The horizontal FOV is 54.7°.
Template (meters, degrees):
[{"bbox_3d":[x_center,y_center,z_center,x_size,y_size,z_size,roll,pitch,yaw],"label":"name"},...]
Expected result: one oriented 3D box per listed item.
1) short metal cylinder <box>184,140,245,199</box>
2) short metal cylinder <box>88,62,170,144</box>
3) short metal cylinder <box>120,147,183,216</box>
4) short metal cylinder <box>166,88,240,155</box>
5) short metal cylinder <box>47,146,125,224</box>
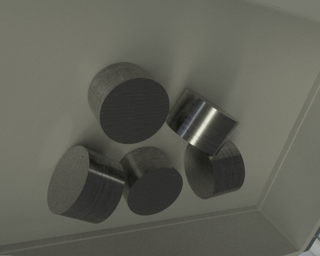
[{"bbox_3d":[0.077,0.059,0.451,0.050,0.080,0.079,-9,122,-24],"label":"short metal cylinder"},{"bbox_3d":[-0.036,-0.029,0.354,0.081,0.050,0.079,-14,125,-21],"label":"short metal cylinder"},{"bbox_3d":[-0.016,0.073,0.429,0.081,0.050,0.079,-14,125,-21],"label":"short metal cylinder"},{"bbox_3d":[0.055,-0.009,0.399,0.080,0.080,0.050,24,105,-37],"label":"short metal cylinder"},{"bbox_3d":[-0.087,0.067,0.365,0.050,0.080,0.080,31,101,-38],"label":"short metal cylinder"}]
